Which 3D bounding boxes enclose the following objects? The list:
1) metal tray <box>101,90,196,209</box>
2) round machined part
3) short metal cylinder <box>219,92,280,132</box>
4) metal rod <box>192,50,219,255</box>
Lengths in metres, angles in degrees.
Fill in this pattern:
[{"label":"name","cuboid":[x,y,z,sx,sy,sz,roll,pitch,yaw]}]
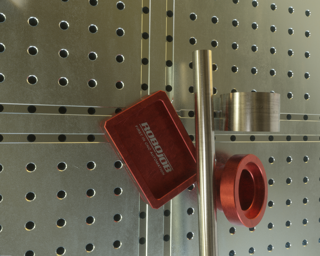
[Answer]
[{"label":"metal tray","cuboid":[-0.006,0.027,0.407,0.090,0.030,0.130,-32,101,-17]},{"label":"round machined part","cuboid":[0.109,0.085,0.430,0.099,0.042,0.097,7,81,-47]},{"label":"short metal cylinder","cuboid":[0.123,-0.020,0.429,0.081,0.080,0.050,1,90,-20]},{"label":"metal rod","cuboid":[0.060,0.051,0.402,0.025,0.025,0.298,-2,91,-20]}]
